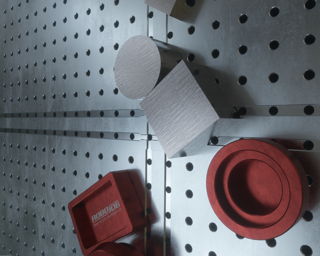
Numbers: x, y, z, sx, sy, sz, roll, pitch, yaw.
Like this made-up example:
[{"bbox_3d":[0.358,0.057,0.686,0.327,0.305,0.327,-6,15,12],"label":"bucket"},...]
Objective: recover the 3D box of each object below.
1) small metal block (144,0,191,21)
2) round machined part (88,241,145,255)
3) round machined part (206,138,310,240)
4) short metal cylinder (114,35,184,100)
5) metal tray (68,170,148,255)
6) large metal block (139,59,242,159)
[{"bbox_3d":[0.014,-0.174,0.398,0.050,0.025,0.050,39,114,33],"label":"small metal block"},{"bbox_3d":[-0.053,0.200,0.430,0.098,0.042,0.097,10,111,27],"label":"round machined part"},{"bbox_3d":[0.100,0.059,0.316,0.098,0.042,0.097,0,90,40],"label":"round machined part"},{"bbox_3d":[-0.014,-0.075,0.405,0.080,0.050,0.080,0,90,40],"label":"short metal cylinder"},{"bbox_3d":[-0.085,0.132,0.476,0.130,0.030,0.090,-38,67,33],"label":"metal tray"},{"bbox_3d":[0.033,-0.020,0.366,0.080,0.050,0.080,-42,65,32],"label":"large metal block"}]
